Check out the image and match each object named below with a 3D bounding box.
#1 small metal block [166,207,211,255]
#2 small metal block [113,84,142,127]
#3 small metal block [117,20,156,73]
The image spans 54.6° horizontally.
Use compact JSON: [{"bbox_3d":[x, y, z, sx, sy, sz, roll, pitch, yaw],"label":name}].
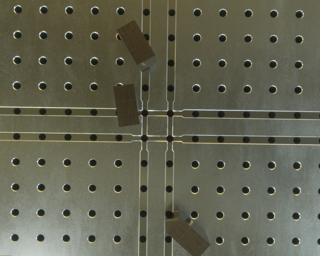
[{"bbox_3d":[0.035,0.134,0.401,0.050,0.050,0.025,42,90,0],"label":"small metal block"},{"bbox_3d":[-0.041,-0.028,0.401,0.025,0.050,0.050,-8,90,0],"label":"small metal block"},{"bbox_3d":[-0.029,-0.104,0.401,0.025,0.050,0.050,-30,90,0],"label":"small metal block"}]
